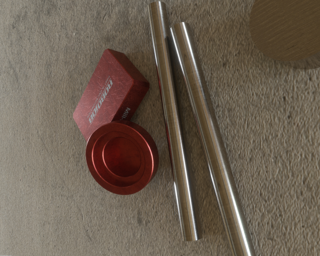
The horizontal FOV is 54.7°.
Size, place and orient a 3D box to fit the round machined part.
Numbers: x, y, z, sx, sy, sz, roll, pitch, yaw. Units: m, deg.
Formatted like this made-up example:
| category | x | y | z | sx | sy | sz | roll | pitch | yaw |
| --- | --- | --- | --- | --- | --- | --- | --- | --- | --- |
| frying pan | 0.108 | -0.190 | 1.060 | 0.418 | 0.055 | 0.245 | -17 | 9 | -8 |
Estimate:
| category | x | y | z | sx | sy | sz | roll | pitch | yaw |
| --- | --- | --- | --- | --- | --- | --- | --- | --- | --- |
| round machined part | -0.047 | 0.037 | 0.419 | 0.098 | 0.042 | 0.097 | 5 | 103 | 20 |

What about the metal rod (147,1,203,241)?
| category | x | y | z | sx | sy | sz | roll | pitch | yaw |
| --- | --- | --- | --- | --- | --- | --- | --- | --- | --- |
| metal rod | 0.017 | -0.014 | 0.390 | 0.025 | 0.025 | 0.298 | -14 | 81 | 39 |

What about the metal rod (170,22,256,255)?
| category | x | y | z | sx | sy | sz | roll | pitch | yaw |
| --- | --- | --- | --- | --- | --- | --- | --- | --- | --- |
| metal rod | 0.060 | 0.018 | 0.355 | 0.025 | 0.025 | 0.299 | -23 | 76 | 38 |

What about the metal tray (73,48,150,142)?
| category | x | y | z | sx | sy | sz | roll | pitch | yaw |
| --- | --- | --- | --- | --- | --- | --- | --- | --- | --- |
| metal tray | -0.077 | -0.039 | 0.458 | 0.090 | 0.030 | 0.129 | 52 | 120 | 35 |

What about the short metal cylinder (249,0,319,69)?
| category | x | y | z | sx | sy | sz | roll | pitch | yaw |
| --- | --- | --- | --- | --- | --- | --- | --- | --- | --- |
| short metal cylinder | 0.130 | -0.097 | 0.281 | 0.080 | 0.050 | 0.080 | 0 | 90 | 40 |
